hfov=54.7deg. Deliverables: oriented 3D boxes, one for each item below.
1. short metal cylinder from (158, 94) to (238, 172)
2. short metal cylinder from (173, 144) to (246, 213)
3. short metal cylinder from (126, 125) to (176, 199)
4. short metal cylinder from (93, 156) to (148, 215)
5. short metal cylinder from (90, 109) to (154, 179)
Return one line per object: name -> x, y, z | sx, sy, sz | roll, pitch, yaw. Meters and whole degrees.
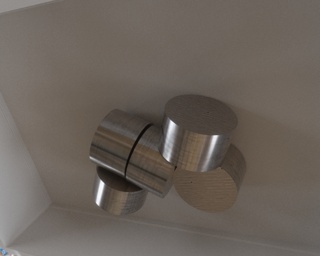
short metal cylinder -> 0.041, 0.004, 0.351 | 0.080, 0.080, 0.050 | 21, 126, 15
short metal cylinder -> 0.063, 0.059, 0.392 | 0.080, 0.050, 0.079 | 13, 124, 20
short metal cylinder -> -0.001, 0.043, 0.398 | 0.050, 0.080, 0.079 | 24, 127, 13
short metal cylinder -> -0.054, 0.076, 0.445 | 0.080, 0.080, 0.050 | 26, 127, 11
short metal cylinder -> -0.048, 0.021, 0.407 | 0.050, 0.080, 0.079 | 23, 127, 14
